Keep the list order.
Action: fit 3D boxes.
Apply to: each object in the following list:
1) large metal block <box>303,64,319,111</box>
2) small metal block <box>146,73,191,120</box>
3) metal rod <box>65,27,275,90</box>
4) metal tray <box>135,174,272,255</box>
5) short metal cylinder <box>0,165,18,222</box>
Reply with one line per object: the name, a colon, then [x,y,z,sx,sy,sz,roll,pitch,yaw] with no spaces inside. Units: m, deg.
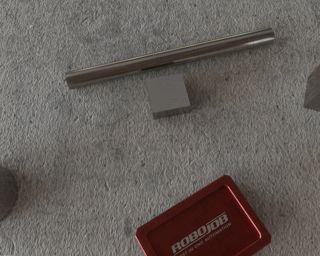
large metal block: [0.247,-0.054,0.402,0.080,0.080,0.050,16,71,5]
small metal block: [0.010,-0.043,0.424,0.050,0.025,0.050,-11,71,-5]
metal rod: [0.018,-0.101,0.445,0.302,0.025,0.025,-14,71,-6]
metal tray: [0.048,0.125,0.360,0.131,0.030,0.090,-29,73,-11]
short metal cylinder: [-0.219,0.076,0.364,0.081,0.050,0.080,0,70,0]
